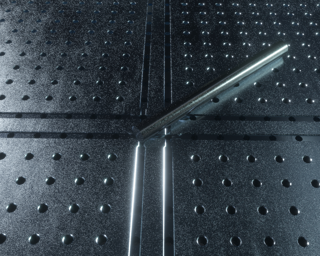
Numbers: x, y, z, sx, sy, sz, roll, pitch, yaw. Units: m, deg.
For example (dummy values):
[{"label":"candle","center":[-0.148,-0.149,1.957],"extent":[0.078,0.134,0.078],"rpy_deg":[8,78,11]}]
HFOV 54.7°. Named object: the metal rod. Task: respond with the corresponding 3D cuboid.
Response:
[{"label":"metal rod","center":[0.089,-0.064,0.462],"extent":[0.302,0.025,0.025],"rpy_deg":[-32,57,-24]}]
